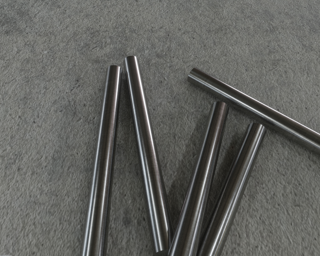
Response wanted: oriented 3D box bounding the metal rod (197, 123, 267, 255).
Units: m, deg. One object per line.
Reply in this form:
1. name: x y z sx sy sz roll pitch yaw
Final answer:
1. metal rod: 0.057 0.105 0.315 0.025 0.025 0.301 21 53 17

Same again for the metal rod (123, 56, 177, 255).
1. metal rod: -0.020 0.009 0.395 0.025 0.025 0.300 -8 50 -6

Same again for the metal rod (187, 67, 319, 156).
1. metal rod: 0.162 -0.005 0.407 0.300 0.025 0.025 34 58 25

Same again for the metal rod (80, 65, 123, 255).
1. metal rod: -0.067 0.028 0.378 0.025 0.025 0.300 -1 50 -1

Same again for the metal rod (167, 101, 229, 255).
1. metal rod: 0.038 0.073 0.323 0.025 0.025 0.301 13 46 11
